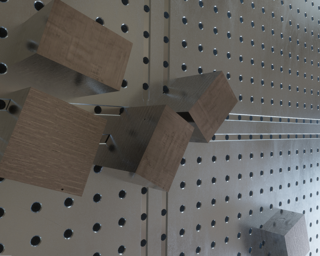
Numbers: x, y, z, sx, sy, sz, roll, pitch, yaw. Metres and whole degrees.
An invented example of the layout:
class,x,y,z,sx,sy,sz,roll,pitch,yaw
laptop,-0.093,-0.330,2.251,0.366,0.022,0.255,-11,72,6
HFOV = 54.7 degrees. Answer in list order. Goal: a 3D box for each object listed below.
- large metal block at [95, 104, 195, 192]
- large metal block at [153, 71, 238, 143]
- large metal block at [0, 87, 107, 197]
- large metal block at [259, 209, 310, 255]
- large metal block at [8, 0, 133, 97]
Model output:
class,x,y,z,sx,sy,sz,roll,pitch,yaw
large metal block,-0.018,0.022,0.360,0.050,0.080,0.080,37,67,-34
large metal block,0.042,-0.027,0.411,0.080,0.080,0.050,-50,120,-29
large metal block,-0.110,0.015,0.302,0.080,0.050,0.080,26,74,-37
large metal block,0.244,0.217,0.602,0.081,0.050,0.079,-23,105,-38
large metal block,-0.087,-0.071,0.301,0.080,0.080,0.050,22,76,-38
